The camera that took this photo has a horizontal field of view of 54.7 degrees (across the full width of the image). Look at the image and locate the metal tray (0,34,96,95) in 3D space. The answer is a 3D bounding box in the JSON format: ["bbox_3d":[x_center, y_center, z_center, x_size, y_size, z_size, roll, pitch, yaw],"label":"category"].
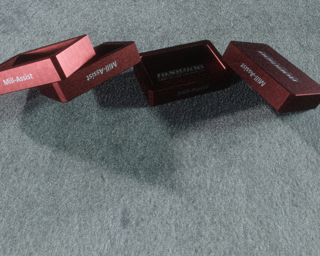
[{"bbox_3d":[-0.164,-0.085,0.419,0.130,0.030,0.090,-8,30,22],"label":"metal tray"}]

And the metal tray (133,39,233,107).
[{"bbox_3d":[0.033,-0.087,0.473,0.131,0.030,0.090,-15,52,-13],"label":"metal tray"}]

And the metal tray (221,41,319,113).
[{"bbox_3d":[0.162,-0.077,0.446,0.091,0.030,0.130,-7,47,-36],"label":"metal tray"}]

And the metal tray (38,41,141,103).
[{"bbox_3d":[-0.104,-0.085,0.444,0.131,0.030,0.090,-35,31,-26],"label":"metal tray"}]
